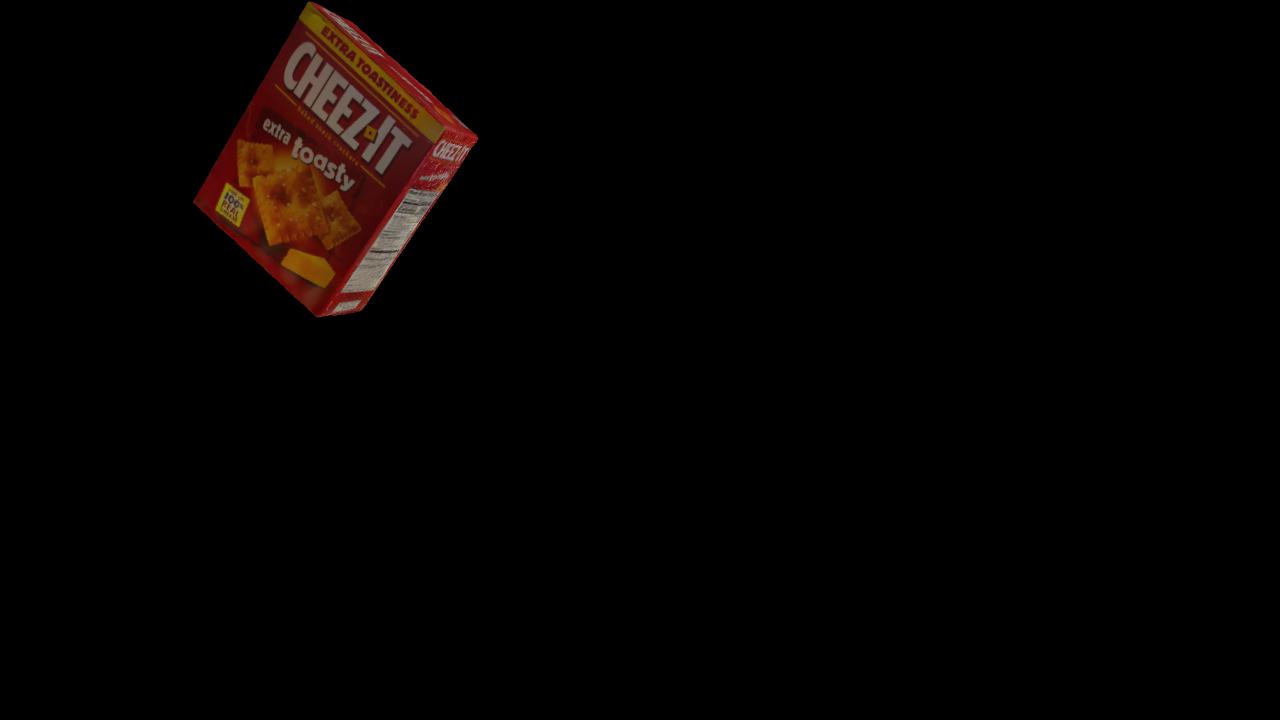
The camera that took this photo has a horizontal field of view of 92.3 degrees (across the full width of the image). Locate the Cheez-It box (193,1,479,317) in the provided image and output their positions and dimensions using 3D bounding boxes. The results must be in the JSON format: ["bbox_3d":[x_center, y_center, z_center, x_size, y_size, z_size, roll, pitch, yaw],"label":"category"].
[{"bbox_3d":[-0.282,-0.175,0.570,0.166,0.223,0.071,43,16,1],"label":"Cheez-It box"}]
